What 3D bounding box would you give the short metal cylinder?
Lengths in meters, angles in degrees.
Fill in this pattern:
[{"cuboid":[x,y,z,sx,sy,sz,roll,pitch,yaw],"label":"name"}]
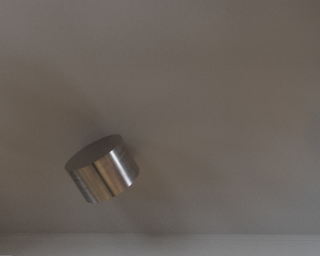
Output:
[{"cuboid":[-0.074,0.051,0.400,0.080,0.080,0.050,-24,109,8],"label":"short metal cylinder"}]
